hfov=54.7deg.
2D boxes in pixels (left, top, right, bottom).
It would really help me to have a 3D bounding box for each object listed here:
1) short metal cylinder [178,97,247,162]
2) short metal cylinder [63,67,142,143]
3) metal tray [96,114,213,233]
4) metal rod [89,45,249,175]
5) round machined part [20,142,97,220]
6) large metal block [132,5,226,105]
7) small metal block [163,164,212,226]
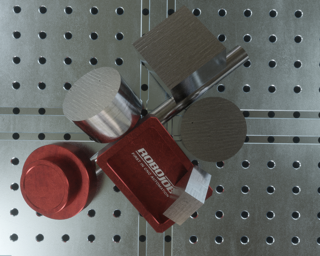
[{"bbox_3d":[0.065,0.002,0.401,0.081,0.050,0.079,0,90,0],"label":"short metal cylinder"},{"bbox_3d":[-0.070,-0.028,0.380,0.080,0.050,0.080,-15,51,20],"label":"short metal cylinder"},{"bbox_3d":[-0.006,0.058,0.396,0.090,0.030,0.130,-38,103,0],"label":"metal tray"},{"bbox_3d":[-0.009,-0.009,0.415,0.300,0.025,0.025,-37,90,0],"label":"metal rod"},{"bbox_3d":[-0.134,0.069,0.391,0.098,0.042,0.097,2,96,15],"label":"round machined part"},{"bbox_3d":[0.026,-0.090,0.389,0.080,0.050,0.080,-37,71,0],"label":"large metal block"},{"bbox_3d":[0.033,0.080,0.372,0.025,0.050,0.050,35,125,-2],"label":"small metal block"}]
